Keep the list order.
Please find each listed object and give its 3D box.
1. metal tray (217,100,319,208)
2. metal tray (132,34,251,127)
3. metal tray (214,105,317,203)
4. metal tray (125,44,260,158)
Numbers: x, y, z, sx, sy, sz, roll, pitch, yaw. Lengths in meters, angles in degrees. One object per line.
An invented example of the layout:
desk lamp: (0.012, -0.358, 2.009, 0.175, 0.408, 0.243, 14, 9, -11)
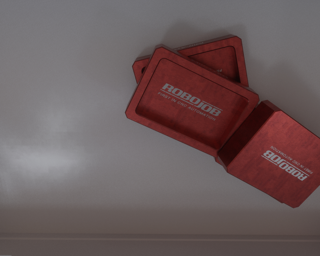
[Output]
metal tray: (0.146, 0.036, 0.373, 0.131, 0.030, 0.090, 29, 107, -24)
metal tray: (0.040, -0.056, 0.387, 0.131, 0.030, 0.089, -13, 110, 4)
metal tray: (0.147, 0.035, 0.418, 0.130, 0.030, 0.090, 32, 107, -15)
metal tray: (0.036, -0.030, 0.365, 0.131, 0.030, 0.089, 24, 109, -10)
